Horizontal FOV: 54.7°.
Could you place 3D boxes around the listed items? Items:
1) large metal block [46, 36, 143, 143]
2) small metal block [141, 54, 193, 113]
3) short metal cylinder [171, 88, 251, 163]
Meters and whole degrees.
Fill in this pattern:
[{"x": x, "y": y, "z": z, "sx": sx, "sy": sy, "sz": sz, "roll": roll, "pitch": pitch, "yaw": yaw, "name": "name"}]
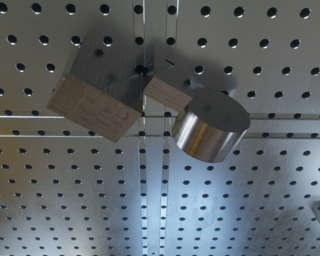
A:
[{"x": -0.065, "y": -0.042, "z": 0.339, "sx": 0.080, "sy": 0.080, "sz": 0.050, "roll": 30, "pitch": 124, "yaw": -23, "name": "large metal block"}, {"x": 0.008, "y": -0.051, "z": 0.352, "sx": 0.050, "sy": 0.050, "sz": 0.025, "roll": 26, "pitch": 125, "yaw": -21, "name": "small metal block"}, {"x": 0.060, "y": -0.004, "z": 0.373, "sx": 0.081, "sy": 0.080, "sz": 0.050, "roll": 14, "pitch": 129, "yaw": -12, "name": "short metal cylinder"}]
